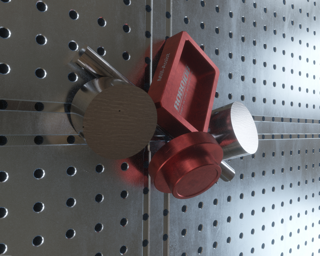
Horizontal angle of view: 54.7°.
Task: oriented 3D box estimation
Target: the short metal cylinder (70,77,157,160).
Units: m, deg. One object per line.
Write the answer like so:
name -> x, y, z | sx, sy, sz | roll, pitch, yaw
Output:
short metal cylinder -> -0.050, -0.012, 0.335 | 0.081, 0.050, 0.079 | -10, 111, -27

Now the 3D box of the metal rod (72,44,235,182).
metal rod -> 0.012, -0.003, 0.419 | 0.301, 0.025, 0.025 | 38, 67, -33

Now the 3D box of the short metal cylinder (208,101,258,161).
short metal cylinder -> 0.105, 0.006, 0.465 | 0.080, 0.050, 0.080 | 25, 55, -42

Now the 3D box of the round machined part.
round machined part -> 0.038, 0.054, 0.395 | 0.099, 0.042, 0.097 | -18, 140, -15

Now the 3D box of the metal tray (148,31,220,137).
metal tray -> 0.034, -0.053, 0.415 | 0.090, 0.030, 0.130 | 39, 53, -33
